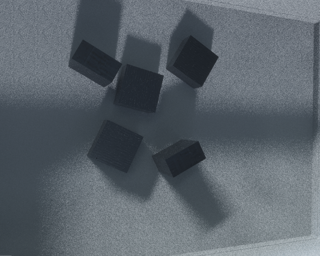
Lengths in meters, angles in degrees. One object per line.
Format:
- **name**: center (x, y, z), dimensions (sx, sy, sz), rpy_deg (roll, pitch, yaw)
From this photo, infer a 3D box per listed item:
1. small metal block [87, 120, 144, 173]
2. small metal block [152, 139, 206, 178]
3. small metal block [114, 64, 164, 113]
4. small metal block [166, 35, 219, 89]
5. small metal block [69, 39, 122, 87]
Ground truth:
- **small metal block**: center (-0.056, 0.023, 0.391), dimensions (0.050, 0.025, 0.050), rpy_deg (27, 81, -19)
- **small metal block**: center (0.024, 0.038, 0.407), dimensions (0.050, 0.050, 0.025), rpy_deg (-28, 100, -18)
- **small metal block**: center (-0.028, -0.050, 0.401), dimensions (0.050, 0.025, 0.050), rpy_deg (14, 85, -20)
- **small metal block**: center (0.045, -0.090, 0.428), dimensions (0.050, 0.025, 0.050), rpy_deg (33, 79, -18)
- **small metal block**: center (-0.078, -0.075, 0.369), dimensions (0.050, 0.050, 0.025), rpy_deg (30, 80, -18)
